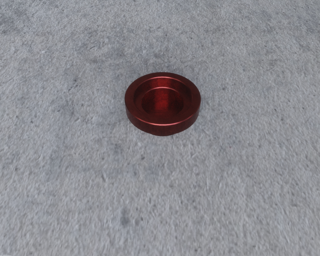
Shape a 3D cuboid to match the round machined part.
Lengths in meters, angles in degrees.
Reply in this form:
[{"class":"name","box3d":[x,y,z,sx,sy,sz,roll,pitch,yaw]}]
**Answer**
[{"class":"round machined part","box3d":[0.004,-0.028,0.415,0.099,0.042,0.098,0,50,0]}]
